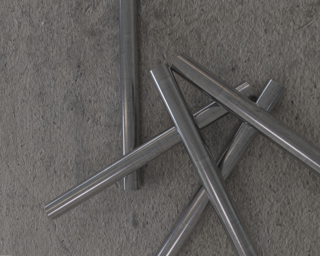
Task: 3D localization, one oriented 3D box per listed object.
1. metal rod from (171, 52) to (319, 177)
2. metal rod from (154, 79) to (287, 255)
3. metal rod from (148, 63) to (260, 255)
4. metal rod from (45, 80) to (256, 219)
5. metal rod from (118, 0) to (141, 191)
[{"bbox_3d":[0.139,0.013,0.338,0.300,0.025,0.025,37,102,8],"label":"metal rod"},{"bbox_3d":[0.062,0.075,0.387,0.025,0.025,0.299,34,101,17],"label":"metal rod"},{"bbox_3d":[0.063,0.066,0.359,0.025,0.025,0.299,-25,92,18],"label":"metal rod"},{"bbox_3d":[-0.018,0.032,0.392,0.300,0.025,0.025,-32,80,8],"label":"metal rod"},{"bbox_3d":[-0.042,-0.066,0.423,0.025,0.025,0.298,-2,89,20],"label":"metal rod"}]
